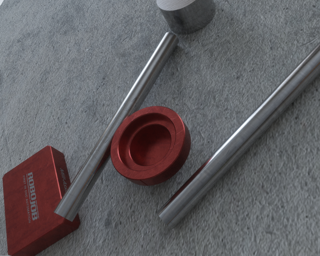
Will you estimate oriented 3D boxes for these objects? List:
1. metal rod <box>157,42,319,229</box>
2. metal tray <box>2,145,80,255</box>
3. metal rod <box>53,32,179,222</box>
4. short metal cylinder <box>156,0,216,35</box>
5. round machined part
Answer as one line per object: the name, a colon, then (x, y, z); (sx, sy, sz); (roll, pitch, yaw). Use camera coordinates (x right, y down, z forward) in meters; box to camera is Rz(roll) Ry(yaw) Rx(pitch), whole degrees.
metal rod: (0.110, -0.006, 0.349); (0.300, 0.025, 0.025); (-46, 51, -4)
metal tray: (-0.168, 0.098, 0.428); (0.090, 0.030, 0.130); (-33, 51, 6)
metal rod: (-0.048, -0.017, 0.421); (0.025, 0.025, 0.300); (13, 62, 33)
short metal cylinder: (0.042, -0.195, 0.485); (0.080, 0.050, 0.080); (-13, 56, 21)
round machined part: (-0.008, 0.025, 0.382); (0.098, 0.042, 0.098); (-13, 56, 21)
